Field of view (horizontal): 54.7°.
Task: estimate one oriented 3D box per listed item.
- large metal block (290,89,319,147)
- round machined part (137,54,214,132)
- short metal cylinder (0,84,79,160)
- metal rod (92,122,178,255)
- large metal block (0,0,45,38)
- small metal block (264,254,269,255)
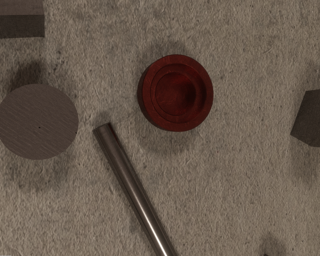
[{"bbox_3d":[0.262,-0.015,0.479,0.050,0.080,0.080,26,81,-19],"label":"large metal block"},{"bbox_3d":[0.017,-0.044,0.407,0.099,0.042,0.097,0,90,-21],"label":"round machined part"},{"bbox_3d":[-0.135,-0.007,0.346,0.081,0.050,0.079,0,90,-21],"label":"short metal cylinder"},{"bbox_3d":[-0.009,0.131,0.406,0.025,0.025,0.299,-28,100,-18],"label":"metal rod"},{"bbox_3d":[-0.165,-0.128,0.319,0.081,0.080,0.050,-9,93,-20],"label":"large metal block"},{"bbox_3d":[0.185,0.222,0.467,0.050,0.050,0.025,39,77,-16],"label":"small metal block"}]
